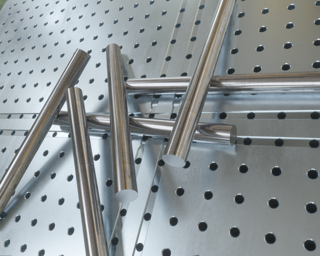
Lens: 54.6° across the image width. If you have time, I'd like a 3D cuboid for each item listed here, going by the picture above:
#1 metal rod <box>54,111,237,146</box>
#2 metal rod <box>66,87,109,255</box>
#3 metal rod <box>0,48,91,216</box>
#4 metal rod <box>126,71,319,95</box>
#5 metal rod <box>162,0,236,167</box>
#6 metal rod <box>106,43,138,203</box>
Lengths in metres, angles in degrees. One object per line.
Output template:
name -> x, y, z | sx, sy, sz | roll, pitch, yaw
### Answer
metal rod -> -0.044, -0.004, 0.434 | 0.300, 0.025, 0.025 | 6, 65, 30
metal rod -> -0.094, 0.069, 0.397 | 0.025, 0.025, 0.299 | -25, 59, 13
metal rod -> -0.190, 0.012, 0.476 | 0.025, 0.025, 0.299 | 23, 82, 36
metal rod -> 0.086, -0.056, 0.397 | 0.300, 0.025, 0.025 | 3, 63, 29
metal rod -> 0.061, -0.085, 0.398 | 0.025, 0.025, 0.300 | 1, 53, 29
metal rod -> -0.058, -0.032, 0.429 | 0.025, 0.025, 0.300 | -25, 43, 13
